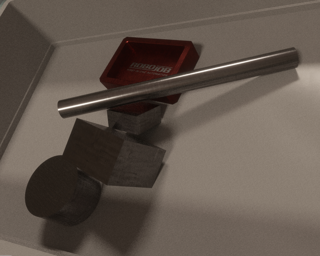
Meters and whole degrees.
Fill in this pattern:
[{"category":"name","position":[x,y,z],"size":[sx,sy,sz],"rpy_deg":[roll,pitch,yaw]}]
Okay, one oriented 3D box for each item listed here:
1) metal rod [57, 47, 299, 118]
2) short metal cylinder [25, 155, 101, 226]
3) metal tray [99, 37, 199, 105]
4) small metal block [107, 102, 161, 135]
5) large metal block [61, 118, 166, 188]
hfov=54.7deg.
[{"category":"metal rod","position":[0.016,-0.055,0.393],"size":[0.301,0.025,0.025],"rpy_deg":[-12,56,7]},{"category":"short metal cylinder","position":[-0.125,0.082,0.403],"size":[0.080,0.050,0.080],"rpy_deg":[-13,56,20]},{"category":"metal tray","position":[-0.018,-0.090,0.465],"size":[0.130,0.030,0.090],"rpy_deg":[15,69,33]},{"category":"small metal block","position":[-0.034,-0.016,0.415],"size":[0.050,0.025,0.050],"rpy_deg":[13,27,33]},{"category":"large metal block","position":[-0.054,0.031,0.371],"size":[0.080,0.080,0.050],"rpy_deg":[21,91,35]}]
